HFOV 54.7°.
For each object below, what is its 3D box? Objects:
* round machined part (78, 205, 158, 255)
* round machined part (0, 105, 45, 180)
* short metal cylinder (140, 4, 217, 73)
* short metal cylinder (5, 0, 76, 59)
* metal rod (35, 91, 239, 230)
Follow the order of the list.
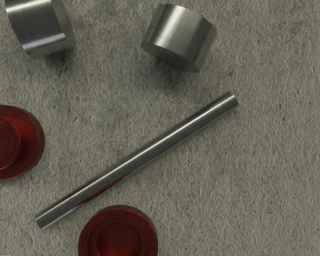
[{"bbox_3d":[-0.051,0.148,0.401,0.099,0.042,0.097,0,90,-1],"label":"round machined part"},{"bbox_3d":[-0.205,0.018,0.399,0.099,0.042,0.097,0,90,-1],"label":"round machined part"},{"bbox_3d":[0.023,-0.108,0.383,0.080,0.080,0.050,24,90,-1],"label":"short metal cylinder"},{"bbox_3d":[-0.143,-0.131,0.381,0.050,0.080,0.080,-17,90,0],"label":"short metal cylinder"},{"bbox_3d":[-0.029,0.042,0.409,0.301,0.025,0.025,-33,90,-1],"label":"metal rod"}]
